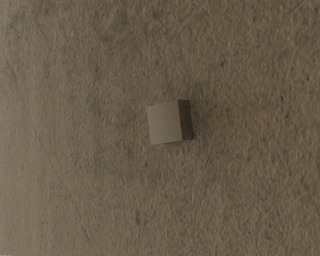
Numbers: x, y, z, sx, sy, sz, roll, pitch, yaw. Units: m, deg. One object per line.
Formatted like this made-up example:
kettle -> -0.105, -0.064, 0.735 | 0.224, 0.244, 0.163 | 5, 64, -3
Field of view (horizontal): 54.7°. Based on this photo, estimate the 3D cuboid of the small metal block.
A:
small metal block -> 0.013, -0.006, 0.393 | 0.050, 0.025, 0.050 | -11, 83, 39
